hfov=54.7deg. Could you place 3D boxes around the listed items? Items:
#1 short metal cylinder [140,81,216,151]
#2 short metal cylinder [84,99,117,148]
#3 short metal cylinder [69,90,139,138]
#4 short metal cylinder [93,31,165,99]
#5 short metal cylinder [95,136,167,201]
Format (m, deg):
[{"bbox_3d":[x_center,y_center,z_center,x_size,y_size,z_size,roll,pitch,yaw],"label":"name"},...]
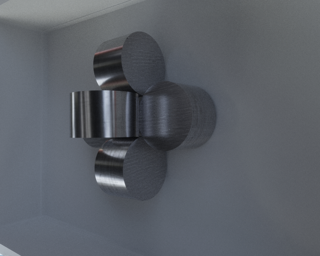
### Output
[{"bbox_3d":[0.020,-0.014,0.372,0.080,0.050,0.080,0,90,40],"label":"short metal cylinder"},{"bbox_3d":[-0.073,-0.013,0.449,0.080,0.050,0.080,0,90,40],"label":"short metal cylinder"},{"bbox_3d":[-0.065,-0.014,0.365,0.080,0.081,0.050,-1,89,40],"label":"short metal cylinder"},{"bbox_3d":[-0.038,-0.079,0.400,0.050,0.081,0.080,-2,89,39],"label":"short metal cylinder"},{"bbox_3d":[-0.036,0.050,0.398,0.050,0.081,0.080,-2,89,39],"label":"short metal cylinder"}]
